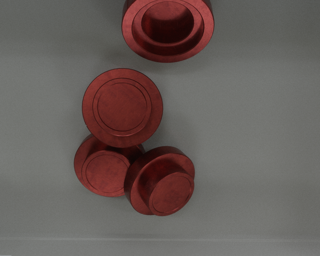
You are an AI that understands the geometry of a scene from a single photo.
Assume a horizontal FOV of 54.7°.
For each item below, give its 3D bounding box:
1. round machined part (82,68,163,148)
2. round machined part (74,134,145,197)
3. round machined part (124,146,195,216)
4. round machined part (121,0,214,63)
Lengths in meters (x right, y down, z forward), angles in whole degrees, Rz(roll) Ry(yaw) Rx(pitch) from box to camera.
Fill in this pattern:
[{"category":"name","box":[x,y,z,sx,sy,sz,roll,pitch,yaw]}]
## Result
[{"category":"round machined part","box":[-0.045,-0.024,0.376,0.099,0.042,0.097,0,90,-5]},{"category":"round machined part","box":[-0.068,0.053,0.421,0.099,0.042,0.097,0,110,0]},{"category":"round machined part","box":[0.006,0.076,0.408,0.099,0.042,0.097,-15,123,-25]},{"category":"round machined part","box":[0.008,-0.121,0.341,0.099,0.042,0.098,-1,147,0]}]
